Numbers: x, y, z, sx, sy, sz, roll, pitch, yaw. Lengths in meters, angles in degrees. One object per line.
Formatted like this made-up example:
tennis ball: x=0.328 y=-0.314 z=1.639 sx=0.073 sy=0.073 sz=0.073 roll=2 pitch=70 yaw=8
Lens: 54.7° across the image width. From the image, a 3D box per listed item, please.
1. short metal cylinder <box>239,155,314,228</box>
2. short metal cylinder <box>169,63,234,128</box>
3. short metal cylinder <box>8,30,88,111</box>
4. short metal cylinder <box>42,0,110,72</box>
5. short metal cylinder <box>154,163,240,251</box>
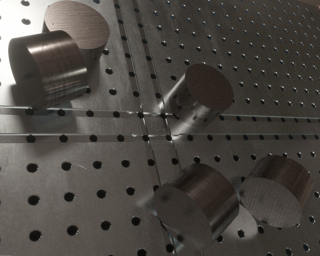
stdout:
short metal cylinder: x=0.152 y=0.083 z=0.407 sx=0.080 sy=0.080 sz=0.050 roll=47 pitch=51 yaw=4
short metal cylinder: x=0.060 y=-0.047 z=0.455 sx=0.081 sy=0.050 sz=0.080 roll=14 pitch=56 yaw=-21
short metal cylinder: x=-0.125 y=-0.064 z=0.345 sx=0.050 sy=0.080 sz=0.080 roll=-27 pitch=77 yaw=-37
short metal cylinder: x=-0.112 y=-0.118 z=0.405 sx=0.081 sy=0.050 sz=0.080 roll=14 pitch=56 yaw=-21
short metal cylinder: x=0.039 y=0.086 z=0.343 sx=0.050 sy=0.080 sz=0.080 roll=-31 pitch=79 yaw=-38
